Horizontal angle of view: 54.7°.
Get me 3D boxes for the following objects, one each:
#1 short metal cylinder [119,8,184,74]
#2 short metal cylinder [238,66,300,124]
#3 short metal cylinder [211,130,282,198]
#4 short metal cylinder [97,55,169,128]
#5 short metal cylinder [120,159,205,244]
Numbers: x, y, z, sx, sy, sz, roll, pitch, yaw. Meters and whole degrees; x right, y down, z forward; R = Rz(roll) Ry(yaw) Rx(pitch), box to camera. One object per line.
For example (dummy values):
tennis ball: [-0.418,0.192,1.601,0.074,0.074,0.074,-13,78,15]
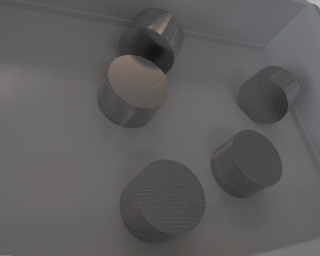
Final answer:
short metal cylinder: [-0.011,-0.120,0.437,0.080,0.080,0.050,31,52,-9]
short metal cylinder: [0.174,-0.053,0.496,0.080,0.080,0.050,49,51,6]
short metal cylinder: [0.117,0.049,0.422,0.081,0.050,0.080,14,56,-21]
short metal cylinder: [-0.035,-0.046,0.399,0.081,0.050,0.080,14,56,-21]
short metal cylinder: [0.002,0.081,0.341,0.081,0.050,0.080,14,56,-21]
